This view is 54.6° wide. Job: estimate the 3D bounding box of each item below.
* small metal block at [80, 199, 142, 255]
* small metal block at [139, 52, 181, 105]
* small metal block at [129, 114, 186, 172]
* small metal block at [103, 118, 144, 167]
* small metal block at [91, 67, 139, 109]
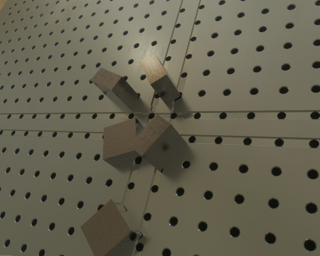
[{"bbox_3d":[-0.058,0.122,0.365,0.050,0.025,0.050,-42,51,-1],"label":"small metal block"},{"bbox_3d":[0.000,-0.069,0.435,0.025,0.050,0.050,-31,52,8],"label":"small metal block"},{"bbox_3d":[-0.001,0.019,0.382,0.050,0.050,0.025,-48,51,-6],"label":"small metal block"},{"bbox_3d":[-0.049,0.020,0.423,0.050,0.025,0.050,-17,55,18],"label":"small metal block"},{"bbox_3d":[-0.067,-0.060,0.466,0.050,0.050,0.025,27,77,37],"label":"small metal block"}]
